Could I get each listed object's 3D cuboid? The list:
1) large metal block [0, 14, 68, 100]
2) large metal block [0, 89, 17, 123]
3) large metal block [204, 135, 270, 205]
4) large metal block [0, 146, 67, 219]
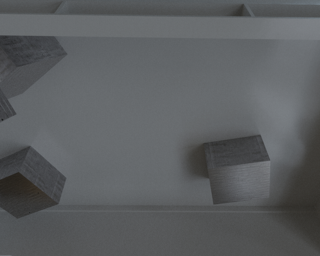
[{"bbox_3d":[-0.155,-0.066,0.307,0.080,0.080,0.050,-32,99,24],"label":"large metal block"},{"bbox_3d":[-0.177,-0.024,0.240,0.050,0.080,0.080,-22,103,22],"label":"large metal block"},{"bbox_3d":[0.110,0.061,0.446,0.080,0.050,0.080,-9,130,7],"label":"large metal block"},{"bbox_3d":[-0.203,0.083,0.461,0.080,0.050,0.080,-22,127,17],"label":"large metal block"}]
